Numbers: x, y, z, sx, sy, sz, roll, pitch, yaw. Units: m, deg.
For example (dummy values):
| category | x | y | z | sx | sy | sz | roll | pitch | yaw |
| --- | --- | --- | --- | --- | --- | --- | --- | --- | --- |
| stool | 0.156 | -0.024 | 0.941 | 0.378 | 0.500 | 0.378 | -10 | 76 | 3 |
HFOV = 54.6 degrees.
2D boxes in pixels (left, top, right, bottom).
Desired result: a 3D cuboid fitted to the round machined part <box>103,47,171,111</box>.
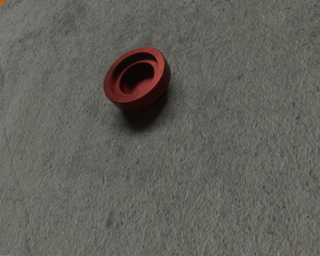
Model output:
| category | x | y | z | sx | sy | sz | roll | pitch | yaw |
| --- | --- | --- | --- | --- | --- | --- | --- | --- | --- |
| round machined part | -0.029 | -0.066 | 0.450 | 0.098 | 0.042 | 0.098 | -13 | 56 | 21 |
